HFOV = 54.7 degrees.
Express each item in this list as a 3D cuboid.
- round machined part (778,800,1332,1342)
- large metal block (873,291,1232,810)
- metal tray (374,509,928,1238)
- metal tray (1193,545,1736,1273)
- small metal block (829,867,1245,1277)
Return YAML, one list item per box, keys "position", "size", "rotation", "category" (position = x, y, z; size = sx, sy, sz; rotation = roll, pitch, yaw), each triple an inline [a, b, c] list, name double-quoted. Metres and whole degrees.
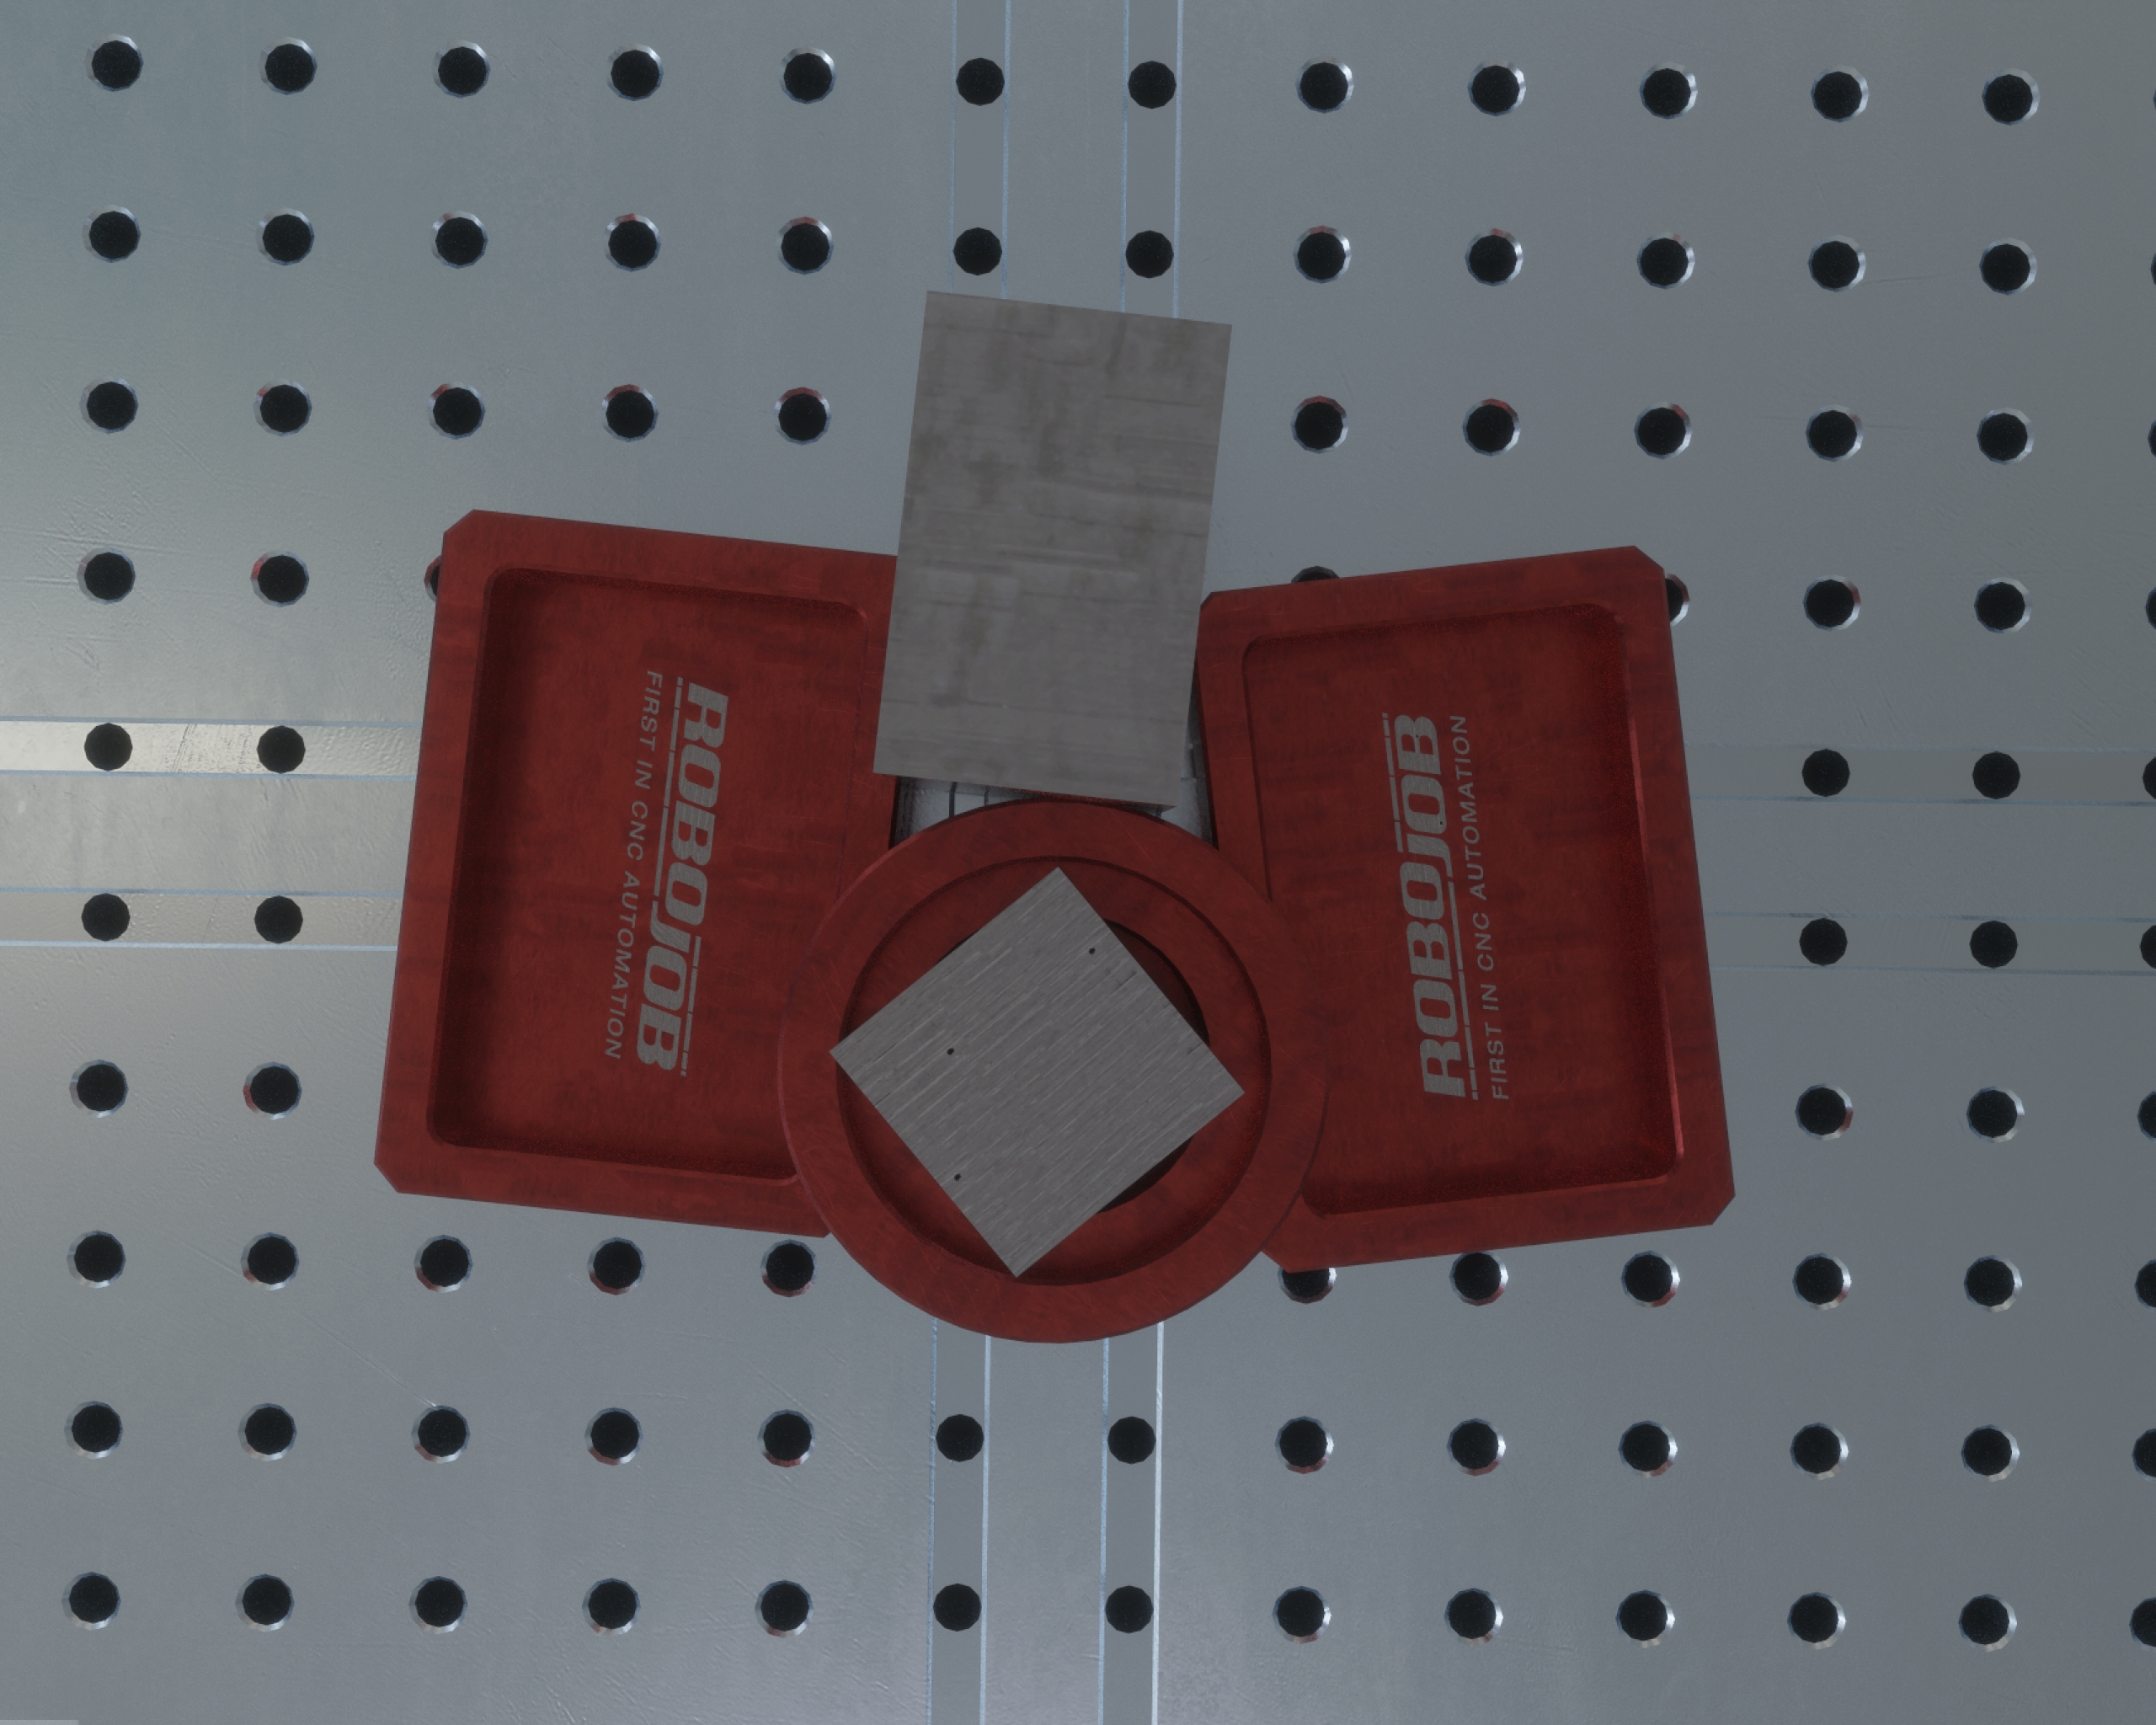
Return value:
- position: [-0.004, 0.037, 0.392]
  size: [0.099, 0.042, 0.097]
  rotation: [0, 90, 0]
  category: "round machined part"
- position: [-0.004, -0.052, 0.382]
  size: [0.050, 0.080, 0.080]
  rotation: [6, 90, 0]
  category: "large metal block"
- position: [-0.081, 0.002, 0.406]
  size: [0.091, 0.030, 0.129]
  rotation: [6, 90, 0]
  category: "metal tray"
- position: [0.072, 0.009, 0.407]
  size: [0.091, 0.030, 0.129]
  rotation: [-6, 90, 0]
  category: "metal tray"
- position: [-0.007, 0.036, 0.367]
  size: [0.050, 0.025, 0.050]
  rotation: [-39, 90, 0]
  category: "small metal block"
